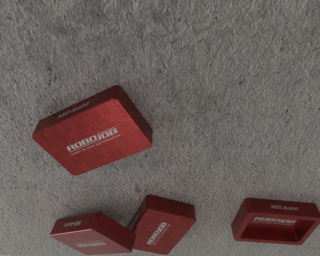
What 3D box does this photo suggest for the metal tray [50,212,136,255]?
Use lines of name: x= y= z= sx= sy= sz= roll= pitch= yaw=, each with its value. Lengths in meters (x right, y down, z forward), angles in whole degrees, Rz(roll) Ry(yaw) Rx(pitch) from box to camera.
metal tray: x=-0.117 y=0.187 z=0.538 sx=0.130 sy=0.030 sz=0.090 roll=-21 pitch=129 yaw=37

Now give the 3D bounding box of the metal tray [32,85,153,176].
metal tray: x=-0.087 y=0.008 z=0.410 sx=0.130 sy=0.030 sz=0.090 roll=-22 pitch=127 yaw=17

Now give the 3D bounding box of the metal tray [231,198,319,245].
metal tray: x=0.203 y=0.167 z=0.548 sx=0.131 sy=0.030 sz=0.089 roll=6 pitch=130 yaw=-6

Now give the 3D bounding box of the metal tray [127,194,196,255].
metal tray: x=-0.003 y=0.177 z=0.554 sx=0.091 sy=0.030 sz=0.129 roll=17 pitch=128 yaw=-15
